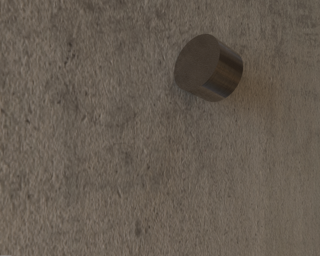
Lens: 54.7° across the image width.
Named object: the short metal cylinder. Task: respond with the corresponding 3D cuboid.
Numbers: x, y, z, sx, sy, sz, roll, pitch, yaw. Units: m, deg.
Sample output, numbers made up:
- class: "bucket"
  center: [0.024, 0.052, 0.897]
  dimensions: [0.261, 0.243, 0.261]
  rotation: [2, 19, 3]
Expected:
- class: "short metal cylinder"
  center: [0.066, -0.081, 0.426]
  dimensions: [0.050, 0.080, 0.080]
  rotation: [19, 78, -39]
